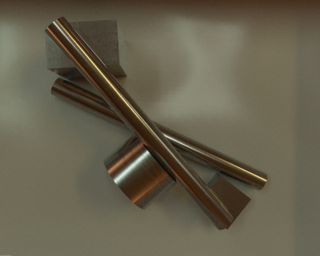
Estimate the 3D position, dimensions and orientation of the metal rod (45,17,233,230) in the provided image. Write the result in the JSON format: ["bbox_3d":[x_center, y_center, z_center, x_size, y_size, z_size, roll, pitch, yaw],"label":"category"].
[{"bbox_3d":[-0.014,0.005,0.352,0.025,0.025,0.300,-40,103,0],"label":"metal rod"}]

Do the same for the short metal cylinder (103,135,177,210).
[{"bbox_3d":[-0.023,0.052,0.381,0.050,0.080,0.080,-40,91,0],"label":"short metal cylinder"}]

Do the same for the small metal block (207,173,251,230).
[{"bbox_3d":[0.082,0.096,0.411,0.050,0.025,0.050,38,90,-1],"label":"small metal block"}]

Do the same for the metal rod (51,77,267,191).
[{"bbox_3d":[0.000,0.008,0.410,0.301,0.025,0.025,25,90,-1],"label":"metal rod"}]

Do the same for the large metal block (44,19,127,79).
[{"bbox_3d":[-0.087,-0.093,0.382,0.081,0.080,0.050,-4,90,-1],"label":"large metal block"}]
